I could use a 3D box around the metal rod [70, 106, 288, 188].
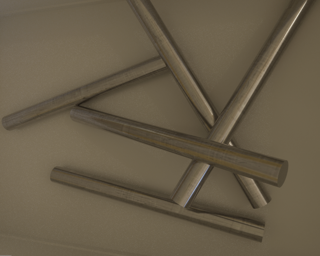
[{"bbox_3d":[-0.007,0.010,0.363,0.300,0.025,0.025,15,95,38],"label":"metal rod"}]

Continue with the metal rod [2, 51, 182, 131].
[{"bbox_3d":[-0.107,-0.050,0.448,0.300,0.025,0.025,-17,84,19],"label":"metal rod"}]

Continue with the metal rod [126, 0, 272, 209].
[{"bbox_3d":[0.044,-0.039,0.375,0.025,0.025,0.299,-32,87,17],"label":"metal rod"}]

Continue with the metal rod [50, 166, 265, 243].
[{"bbox_3d":[-0.017,0.096,0.416,0.301,0.025,0.025,11,94,19],"label":"metal rod"}]

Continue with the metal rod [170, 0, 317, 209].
[{"bbox_3d":[0.100,-0.044,0.347,0.025,0.025,0.299,32,90,17],"label":"metal rod"}]
